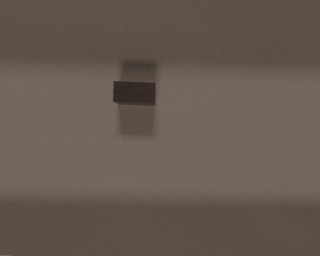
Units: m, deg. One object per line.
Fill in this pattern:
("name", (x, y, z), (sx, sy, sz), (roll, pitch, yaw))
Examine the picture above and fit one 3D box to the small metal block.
("small metal block", (-0.031, -0.043, 0.399), (0.050, 0.050, 0.025), (2, 90, -1))
